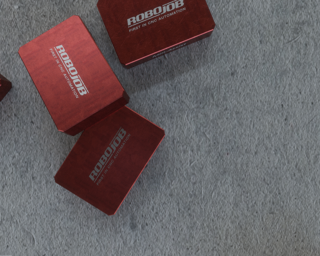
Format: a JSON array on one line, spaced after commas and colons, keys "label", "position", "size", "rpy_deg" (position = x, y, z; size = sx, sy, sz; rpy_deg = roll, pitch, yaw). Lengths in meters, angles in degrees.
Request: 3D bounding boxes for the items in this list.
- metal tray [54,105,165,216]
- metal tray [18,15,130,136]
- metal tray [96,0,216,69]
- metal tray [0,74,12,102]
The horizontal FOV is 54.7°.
[{"label": "metal tray", "position": [-0.064, 0.036, 0.407], "size": [0.090, 0.030, 0.130], "rpy_deg": [32, 90, 0]}, {"label": "metal tray", "position": [-0.109, -0.067, 0.390], "size": [0.090, 0.030, 0.130], "rpy_deg": [-32, 76, 0]}, {"label": "metal tray", "position": [-0.005, -0.144, 0.407], "size": [0.131, 0.030, 0.090], "rpy_deg": [-22, 90, 0]}, {"label": "metal tray", "position": [-0.273, -0.036, 0.405], "size": [0.090, 0.030, 0.130], "rpy_deg": [39, 90, 0]}]
